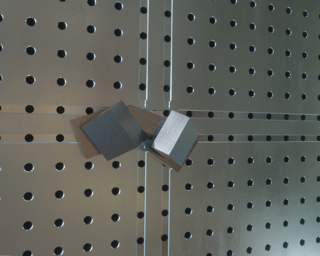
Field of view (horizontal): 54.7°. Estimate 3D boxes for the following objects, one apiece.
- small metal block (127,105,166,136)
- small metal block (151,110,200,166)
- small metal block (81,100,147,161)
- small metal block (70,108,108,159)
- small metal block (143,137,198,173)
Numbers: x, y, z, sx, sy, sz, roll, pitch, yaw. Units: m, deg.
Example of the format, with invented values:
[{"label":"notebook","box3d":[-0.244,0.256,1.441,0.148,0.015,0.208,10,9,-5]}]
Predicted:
[{"label":"small metal block","box3d":[-0.024,-0.008,0.391,0.050,0.050,0.025,20,84,-19]},{"label":"small metal block","box3d":[0.020,0.014,0.380,0.050,0.025,0.050,-60,152,-11]},{"label":"small metal block","box3d":[-0.052,0.004,0.351,0.050,0.050,0.025,55,35,-12]},{"label":"small metal block","box3d":[-0.077,0.006,0.385,0.050,0.025,0.050,-21,97,-19]},{"label":"small metal block","box3d":[0.015,0.024,0.419,0.050,0.025,0.050,37,78,-17]}]
